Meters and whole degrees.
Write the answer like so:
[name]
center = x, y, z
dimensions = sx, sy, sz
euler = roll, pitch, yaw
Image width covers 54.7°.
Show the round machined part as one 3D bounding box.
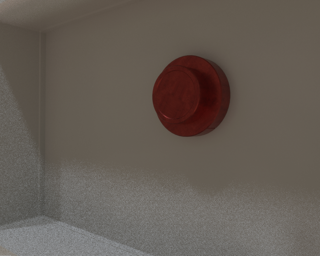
[round machined part]
center = 0.030, -0.038, 0.370
dimensions = 0.098, 0.042, 0.097
euler = 0, 90, 39
